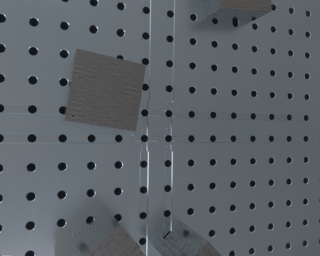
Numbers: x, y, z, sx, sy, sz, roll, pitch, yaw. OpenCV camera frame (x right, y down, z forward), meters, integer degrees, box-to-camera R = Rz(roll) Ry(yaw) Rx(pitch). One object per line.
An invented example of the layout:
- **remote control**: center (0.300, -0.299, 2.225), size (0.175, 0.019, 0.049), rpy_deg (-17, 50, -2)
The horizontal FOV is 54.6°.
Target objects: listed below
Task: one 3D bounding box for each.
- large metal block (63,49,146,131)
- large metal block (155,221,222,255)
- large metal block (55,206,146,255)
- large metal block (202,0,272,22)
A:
- **large metal block**: center (-0.068, -0.042, 0.374), size (0.081, 0.050, 0.080), rpy_deg (9, 87, -20)
- **large metal block**: center (0.050, 0.178, 0.402), size (0.050, 0.080, 0.080), rpy_deg (-44, 104, -14)
- **large metal block**: center (-0.071, 0.146, 0.357), size (0.080, 0.080, 0.050), rpy_deg (-40, 103, -16)
- **large metal block**: center (0.106, -0.199, 0.438), size (0.081, 0.050, 0.080), rpy_deg (-5, 92, -20)
